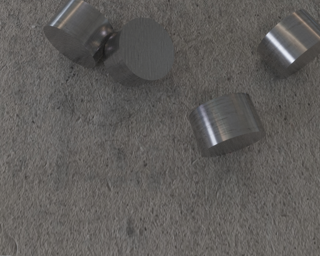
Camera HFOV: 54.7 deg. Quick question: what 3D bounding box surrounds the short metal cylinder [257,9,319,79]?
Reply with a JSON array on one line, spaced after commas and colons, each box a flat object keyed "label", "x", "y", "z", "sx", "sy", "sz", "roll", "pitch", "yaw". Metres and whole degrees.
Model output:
[{"label": "short metal cylinder", "x": 0.181, "y": -0.112, "z": 0.421, "sx": 0.080, "sy": 0.080, "sz": 0.050, "roll": -31, "pitch": 73, "yaw": -11}]

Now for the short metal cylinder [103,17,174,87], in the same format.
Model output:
[{"label": "short metal cylinder", "x": -0.028, "y": -0.098, "z": 0.410, "sx": 0.081, "sy": 0.050, "sz": 0.080, "roll": 3, "pitch": 84, "yaw": -33}]

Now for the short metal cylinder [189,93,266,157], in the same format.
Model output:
[{"label": "short metal cylinder", "x": 0.081, "y": -0.002, "z": 0.380, "sx": 0.081, "sy": 0.080, "sz": 0.050, "roll": -15, "pitch": 71, "yaw": -6}]

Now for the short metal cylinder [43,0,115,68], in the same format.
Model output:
[{"label": "short metal cylinder", "x": -0.109, "y": -0.128, "z": 0.425, "sx": 0.080, "sy": 0.080, "sz": 0.050, "roll": 28, "pitch": 73, "yaw": 9}]
